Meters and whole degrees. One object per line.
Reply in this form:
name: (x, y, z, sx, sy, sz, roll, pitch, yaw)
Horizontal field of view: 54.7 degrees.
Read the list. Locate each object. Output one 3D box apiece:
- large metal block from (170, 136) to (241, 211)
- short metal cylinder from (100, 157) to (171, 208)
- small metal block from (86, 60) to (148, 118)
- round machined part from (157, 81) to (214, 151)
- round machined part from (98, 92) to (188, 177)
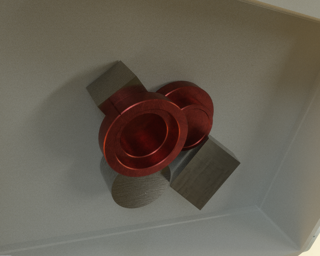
large metal block: (0.061, 0.056, 0.432, 0.050, 0.080, 0.080, 39, 97, 2)
short metal cylinder: (-0.033, 0.059, 0.410, 0.081, 0.050, 0.079, -14, 125, -21)
small metal block: (-0.048, -0.042, 0.339, 0.050, 0.050, 0.025, -39, 130, -2)
round machined part: (0.030, -0.009, 0.406, 0.099, 0.042, 0.097, -14, 125, -21)
round machined part: (-0.022, 0.004, 0.350, 0.099, 0.042, 0.097, -14, 125, -21)
